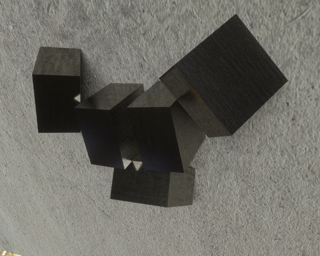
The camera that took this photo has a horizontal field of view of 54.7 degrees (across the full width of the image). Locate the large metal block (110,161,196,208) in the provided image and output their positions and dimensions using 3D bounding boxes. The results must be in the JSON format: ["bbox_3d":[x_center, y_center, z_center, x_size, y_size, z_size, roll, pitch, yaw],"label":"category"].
[{"bbox_3d":[-0.007,0.073,0.412,0.080,0.080,0.050,1,80,27],"label":"large metal block"}]

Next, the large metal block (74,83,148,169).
[{"bbox_3d":[-0.054,-0.006,0.396,0.050,0.080,0.079,5,121,25],"label":"large metal block"}]

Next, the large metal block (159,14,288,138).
[{"bbox_3d":[0.060,-0.047,0.303,0.080,0.080,0.050,50,166,-7],"label":"large metal block"}]

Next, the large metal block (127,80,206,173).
[{"bbox_3d":[0.012,-0.005,0.362,0.050,0.080,0.079,1,119,27],"label":"large metal block"}]

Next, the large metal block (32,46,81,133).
[{"bbox_3d":[-0.128,-0.050,0.396,0.050,0.080,0.079,0,126,-14],"label":"large metal block"}]
